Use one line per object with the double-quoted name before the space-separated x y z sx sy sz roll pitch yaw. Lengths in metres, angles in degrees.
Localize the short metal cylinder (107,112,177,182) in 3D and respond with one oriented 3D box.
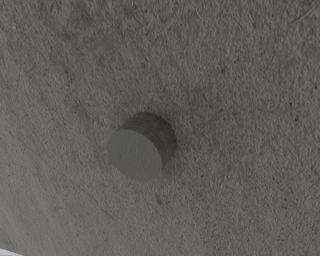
"short metal cylinder" -0.024 0.025 0.419 0.080 0.050 0.080 13 124 21
